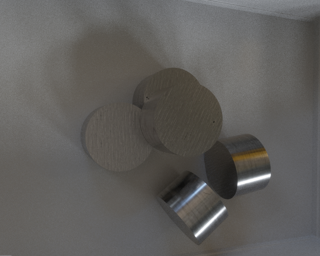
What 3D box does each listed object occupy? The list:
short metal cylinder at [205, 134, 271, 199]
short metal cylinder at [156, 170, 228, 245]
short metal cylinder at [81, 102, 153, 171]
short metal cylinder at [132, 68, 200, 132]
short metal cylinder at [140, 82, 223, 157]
[{"bbox_3d":[0.103,0.051,0.421,0.050,0.080,0.079,-10,94,-20],"label":"short metal cylinder"},{"bbox_3d":[0.040,0.101,0.398,0.050,0.080,0.080,-39,103,-16],"label":"short metal cylinder"},{"bbox_3d":[-0.053,0.010,0.378,0.081,0.050,0.079,0,90,-20],"label":"short metal cylinder"},{"bbox_3d":[0.010,-0.034,0.402,0.081,0.050,0.079,0,90,-21],"label":"short metal cylinder"},{"bbox_3d":[0.023,-0.009,0.353,0.081,0.050,0.079,0,90,-21],"label":"short metal cylinder"}]
